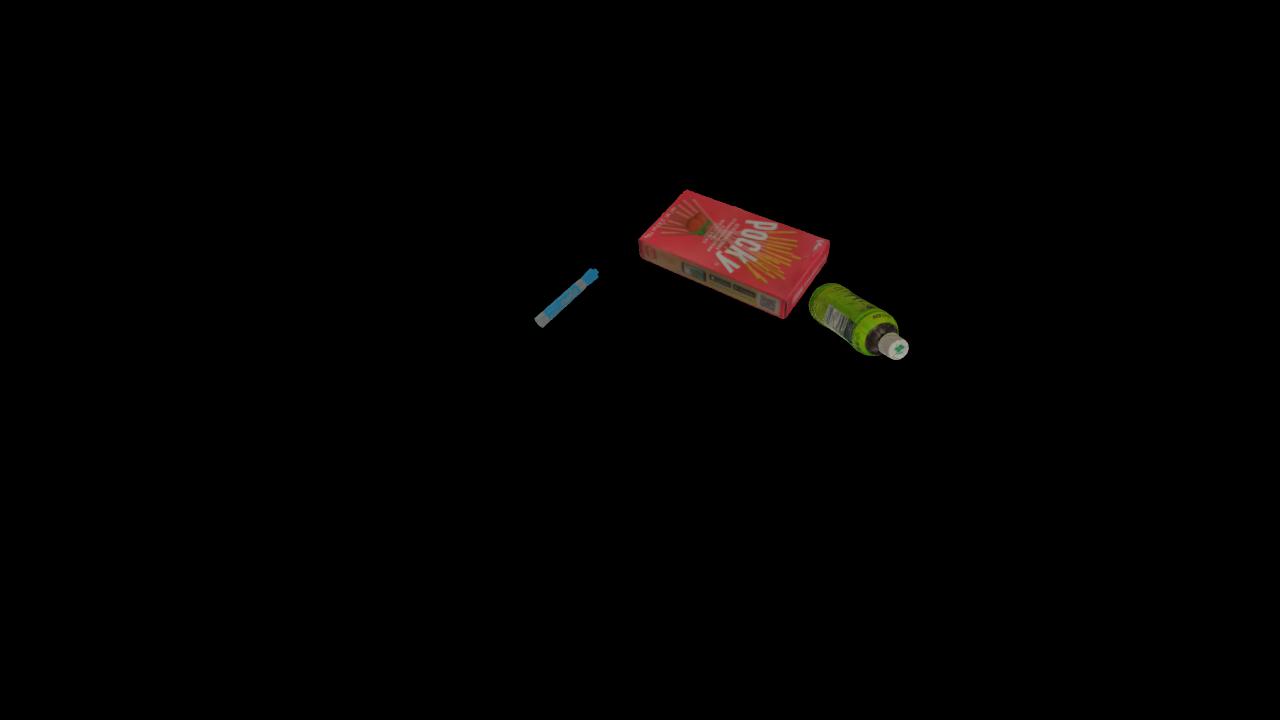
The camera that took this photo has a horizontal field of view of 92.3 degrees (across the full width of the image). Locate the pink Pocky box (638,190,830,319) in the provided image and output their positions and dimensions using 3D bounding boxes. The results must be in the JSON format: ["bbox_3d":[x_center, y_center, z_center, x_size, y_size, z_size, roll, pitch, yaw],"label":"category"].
[{"bbox_3d":[0.084,-0.101,0.563,0.155,0.084,0.029,28,-28,24],"label":"pink Pocky box"}]

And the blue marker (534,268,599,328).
[{"bbox_3d":[-0.106,-0.094,0.908,0.121,0.020,0.020,-45,16,-17],"label":"blue marker"}]

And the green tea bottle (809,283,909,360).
[{"bbox_3d":[0.324,-0.053,0.911,0.073,0.073,0.212,0,25,-11],"label":"green tea bottle"}]
